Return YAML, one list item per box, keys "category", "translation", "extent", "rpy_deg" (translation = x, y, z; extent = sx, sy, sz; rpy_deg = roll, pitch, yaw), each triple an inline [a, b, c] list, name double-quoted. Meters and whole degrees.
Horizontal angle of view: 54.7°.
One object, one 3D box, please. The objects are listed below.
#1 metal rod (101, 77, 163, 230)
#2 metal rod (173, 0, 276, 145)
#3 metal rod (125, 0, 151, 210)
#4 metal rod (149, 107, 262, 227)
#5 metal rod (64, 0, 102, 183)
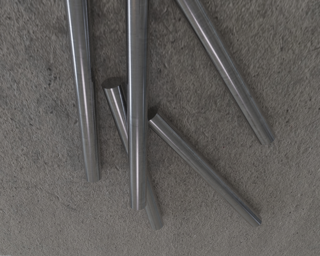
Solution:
- category: "metal rod"
  translation: [-0.031, 0.059, 0.456]
  extent: [0.025, 0.025, 0.298]
  rpy_deg: [-8, 130, 6]
- category: "metal rod"
  translation: [0.063, -0.082, 0.337]
  extent: [0.025, 0.025, 0.300]
  rpy_deg: [-26, 126, 20]
- category: "metal rod"
  translation: [-0.027, -0.013, 0.373]
  extent: [0.025, 0.025, 0.298]
  rpy_deg: [2, 123, -2]
- category: "metal rod"
  translation: [0.078, 0.073, 0.469]
  extent: [0.025, 0.025, 0.300]
  rpy_deg: [-30, 124, 23]
- category: "metal rod"
  translation: [-0.089, -0.040, 0.371]
  extent: [0.025, 0.025, 0.298]
  rpy_deg: [3, 130, -3]
